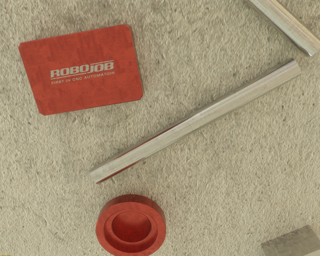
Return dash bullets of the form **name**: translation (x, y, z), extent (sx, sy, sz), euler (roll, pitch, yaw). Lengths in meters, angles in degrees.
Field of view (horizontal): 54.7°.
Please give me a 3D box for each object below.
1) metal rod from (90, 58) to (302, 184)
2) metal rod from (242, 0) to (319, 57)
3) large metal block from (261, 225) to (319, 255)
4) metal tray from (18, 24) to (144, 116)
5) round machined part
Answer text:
- **metal rod**: translation (0.039, -0.004, 0.408), extent (0.300, 0.025, 0.025), euler (-29, 108, 9)
- **metal rod**: translation (0.068, -0.181, 0.343), extent (0.301, 0.025, 0.025), euler (35, 106, -13)
- **large metal block**: translation (0.215, 0.210, 0.477), extent (0.080, 0.050, 0.080), euler (-26, 108, 9)
- **metal tray**: translation (-0.092, -0.071, 0.380), extent (0.131, 0.030, 0.089), euler (-9, 110, 3)
- **round machined part**: translation (-0.041, 0.138, 0.451), extent (0.099, 0.042, 0.097), euler (0, 110, -1)
